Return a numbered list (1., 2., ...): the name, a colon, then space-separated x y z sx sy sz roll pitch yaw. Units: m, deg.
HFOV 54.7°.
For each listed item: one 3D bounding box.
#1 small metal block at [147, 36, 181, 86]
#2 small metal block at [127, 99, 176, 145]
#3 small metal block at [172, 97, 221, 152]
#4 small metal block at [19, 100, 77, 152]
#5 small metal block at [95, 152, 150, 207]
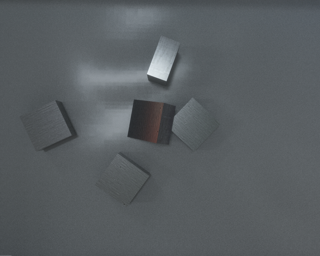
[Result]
1. small metal block: 0.005 -0.084 0.399 0.025 0.050 0.050 20 90 0
2. small metal block: -0.011 -0.008 0.398 0.050 0.025 0.050 10 90 39
3. small metal block: 0.043 -0.005 0.412 0.050 0.025 0.050 44 90 -1
4. small metal block: -0.147 -0.003 0.410 0.050 0.025 0.050 -25 90 -1
5. small metal block: -0.049 0.067 0.411 0.050 0.025 0.050 36 90 -1
